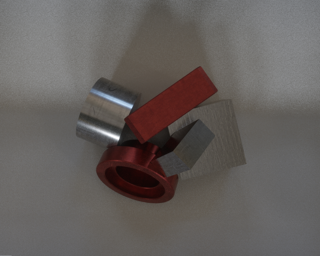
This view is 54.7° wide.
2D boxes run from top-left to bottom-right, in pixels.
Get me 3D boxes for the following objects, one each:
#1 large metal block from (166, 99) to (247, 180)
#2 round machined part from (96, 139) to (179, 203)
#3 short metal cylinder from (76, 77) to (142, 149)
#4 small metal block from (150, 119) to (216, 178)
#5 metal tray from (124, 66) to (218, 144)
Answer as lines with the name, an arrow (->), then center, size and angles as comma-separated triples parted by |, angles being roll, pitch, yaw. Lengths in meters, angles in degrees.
large metal block -> 0.054, 0.012, 0.391 | 0.080, 0.050, 0.080 | -14, 95, -1
round machined part -> -0.024, 0.051, 0.383 | 0.098, 0.097, 0.042 | 20, 55, -1
short metal cylinder -> -0.062, -0.016, 0.381 | 0.050, 0.080, 0.080 | 23, 90, -1
small metal block -> 0.024, 0.022, 0.329 | 0.025, 0.050, 0.050 | 46, 58, -7
metal tray -> 0.010, -0.023, 0.357 | 0.090, 0.130, 0.030 | -35, 91, 0
